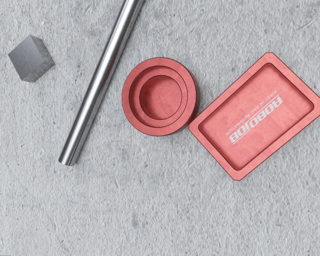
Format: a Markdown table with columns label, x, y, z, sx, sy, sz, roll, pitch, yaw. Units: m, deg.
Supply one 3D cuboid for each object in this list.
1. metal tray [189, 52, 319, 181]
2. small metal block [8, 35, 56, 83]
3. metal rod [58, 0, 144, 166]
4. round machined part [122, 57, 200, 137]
| label | x | y | z | sx | sy | sz | roll | pitch | yaw |
| --- | --- | --- | --- | --- | --- | --- | --- | --- | --- |
| metal tray | 0.111 | -0.012 | 0.366 | 0.130 | 0.030 | 0.090 | -44 | 77 | 14 |
| small metal block | -0.199 | -0.106 | 0.479 | 0.050 | 0.025 | 0.050 | -34 | 79 | 16 |
| metal rod | -0.077 | -0.084 | 0.436 | 0.025 | 0.025 | 0.298 | 27 | 99 | 18 |
| round machined part | 0.004 | -0.038 | 0.399 | 0.098 | 0.042 | 0.097 | 0 | 90 | 20 |
